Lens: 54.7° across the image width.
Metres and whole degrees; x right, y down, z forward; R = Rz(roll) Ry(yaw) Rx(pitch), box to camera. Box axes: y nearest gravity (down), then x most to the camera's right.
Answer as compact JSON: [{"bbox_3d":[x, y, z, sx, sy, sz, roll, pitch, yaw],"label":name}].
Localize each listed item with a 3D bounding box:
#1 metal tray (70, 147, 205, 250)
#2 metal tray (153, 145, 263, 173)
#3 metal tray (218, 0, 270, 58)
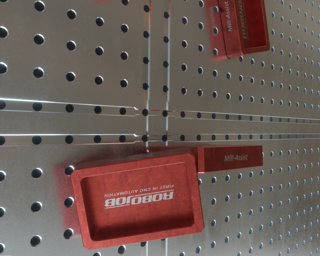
[{"bbox_3d":[-0.023,0.076,0.340,0.131,0.030,0.089,-8,97,-2],"label":"metal tray"},{"bbox_3d":[0.067,0.039,0.424,0.131,0.090,0.030,1,87,-40],"label":"metal tray"},{"bbox_3d":[0.144,-0.191,0.528,0.091,0.030,0.129,-18,102,-39],"label":"metal tray"}]
